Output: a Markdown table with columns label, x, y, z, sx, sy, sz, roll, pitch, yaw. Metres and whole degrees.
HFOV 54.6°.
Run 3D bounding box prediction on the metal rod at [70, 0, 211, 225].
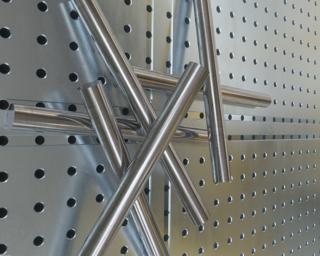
| label | x | y | z | sx | sy | sz | roll | pitch | yaw |
| --- | --- | --- | --- | --- | --- | --- | --- | --- | --- |
| metal rod | -0.017 | -0.015 | 0.363 | 0.025 | 0.025 | 0.299 | -35 | 103 | -34 |

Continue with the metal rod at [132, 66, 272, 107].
| label | x | y | z | sx | sy | sz | roll | pitch | yaw |
| --- | --- | --- | --- | --- | --- | --- | --- | --- | --- |
| metal rod | 0.077 | -0.056 | 0.472 | 0.302 | 0.025 | 0.025 | 3 | 88 | -40 |

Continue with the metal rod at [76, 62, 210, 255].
| label | x | y | z | sx | sy | sz | roll | pitch | yaw |
| --- | --- | --- | --- | --- | --- | --- | --- | --- | --- |
| metal rod | -0.033 | 0.065 | 0.326 | 0.025 | 0.025 | 0.299 | 32 | 87 | -36 |

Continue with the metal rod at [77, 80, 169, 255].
| label | x | y | z | sx | sy | sz | roll | pitch | yaw |
| --- | --- | --- | --- | --- | --- | --- | --- | --- | --- |
| metal rod | -0.027 | 0.088 | 0.365 | 0.025 | 0.025 | 0.299 | -35 | 118 | -34 |

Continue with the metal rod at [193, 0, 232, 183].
| label | x | y | z | sx | sy | sz | roll | pitch | yaw |
| --- | --- | --- | --- | --- | --- | --- | --- | --- | --- |
| metal rod | 0.070 | -0.075 | 0.435 | 0.025 | 0.025 | 0.299 | 1 | 80 | -40 |

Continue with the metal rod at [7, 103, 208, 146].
| label | x | y | z | sx | sy | sz | roll | pitch | yaw |
| --- | --- | --- | --- | --- | --- | --- | --- | --- | --- |
| metal rod | -0.025 | 0.003 | 0.387 | 0.302 | 0.025 | 0.025 | 7 | 86 | -40 |
